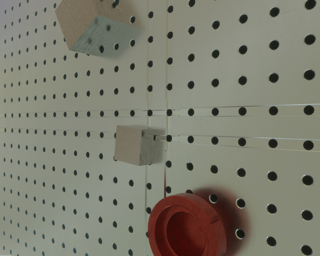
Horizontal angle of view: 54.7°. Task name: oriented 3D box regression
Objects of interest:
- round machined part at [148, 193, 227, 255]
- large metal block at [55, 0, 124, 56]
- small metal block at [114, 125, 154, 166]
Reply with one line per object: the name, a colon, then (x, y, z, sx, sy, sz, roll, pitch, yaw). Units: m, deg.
round machined part: (0.036, 0.126, 0.369, 0.098, 0.042, 0.097, 0, 90, 40)
large metal block: (-0.112, -0.174, 0.486, 0.080, 0.050, 0.080, -36, 68, 34)
small metal block: (-0.037, 0.024, 0.440, 0.050, 0.025, 0.050, 8, 95, 39)
